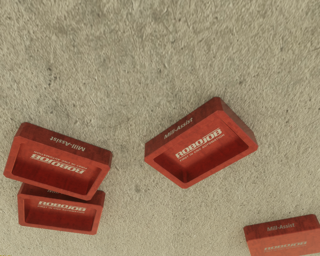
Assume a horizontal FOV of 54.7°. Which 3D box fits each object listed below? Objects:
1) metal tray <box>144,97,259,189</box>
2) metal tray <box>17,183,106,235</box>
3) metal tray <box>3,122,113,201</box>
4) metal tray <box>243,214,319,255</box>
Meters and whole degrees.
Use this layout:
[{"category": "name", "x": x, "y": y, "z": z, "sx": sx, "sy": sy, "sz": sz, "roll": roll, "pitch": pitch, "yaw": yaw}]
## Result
[{"category": "metal tray", "x": 0.054, "y": 0.026, "z": 0.426, "sx": 0.130, "sy": 0.030, "sz": 0.090, "roll": -35, "pitch": 122, "yaw": 25}, {"category": "metal tray", "x": -0.164, "y": 0.134, "z": 0.516, "sx": 0.131, "sy": 0.030, "sz": 0.089, "roll": 11, "pitch": 129, "yaw": -10}, {"category": "metal tray", "x": -0.146, "y": 0.052, "z": 0.446, "sx": 0.131, "sy": 0.030, "sz": 0.089, "roll": 21, "pitch": 127, "yaw": -18}, {"category": "metal tray", "x": 0.232, "y": 0.211, "z": 0.586, "sx": 0.130, "sy": 0.030, "sz": 0.090, "roll": -15, "pitch": 129, "yaw": 12}]
